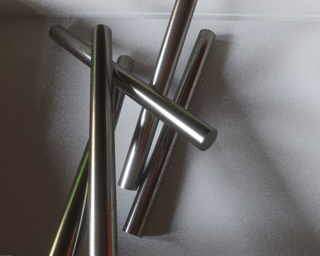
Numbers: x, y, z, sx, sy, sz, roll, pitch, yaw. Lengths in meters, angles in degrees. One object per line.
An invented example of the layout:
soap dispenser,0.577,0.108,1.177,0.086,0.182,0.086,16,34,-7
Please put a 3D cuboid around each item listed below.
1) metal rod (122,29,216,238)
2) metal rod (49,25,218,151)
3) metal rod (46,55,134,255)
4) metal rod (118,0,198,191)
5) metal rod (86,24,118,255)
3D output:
metal rod,0.019,-0.007,0.412,0.025,0.025,0.300,19,71,6
metal rod,-0.053,-0.065,0.381,0.025,0.025,0.300,-43,57,-14
metal rod,-0.066,0.013,0.342,0.025,0.025,0.300,7,46,2
metal rod,0.005,-0.069,0.374,0.025,0.025,0.298,18,94,6
metal rod,-0.058,0.006,0.310,0.025,0.025,0.299,-5,58,-2
